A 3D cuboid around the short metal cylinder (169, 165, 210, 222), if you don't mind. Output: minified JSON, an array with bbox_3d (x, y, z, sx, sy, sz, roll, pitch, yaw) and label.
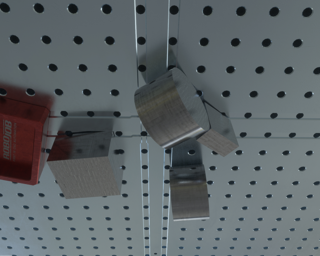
[{"bbox_3d":[0.043,0.095,0.457,0.050,0.080,0.080,-5,130,4],"label":"short metal cylinder"}]

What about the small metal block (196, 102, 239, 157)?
[{"bbox_3d":[0.069,0.002,0.395,0.050,0.050,0.025,30,124,-28],"label":"small metal block"}]

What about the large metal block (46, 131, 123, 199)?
[{"bbox_3d":[-0.101,0.053,0.440,0.080,0.050,0.080,-5,130,4],"label":"large metal block"}]

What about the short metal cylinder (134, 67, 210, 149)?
[{"bbox_3d":[0.015,-0.022,0.357,0.050,0.080,0.080,-28,125,22],"label":"short metal cylinder"}]

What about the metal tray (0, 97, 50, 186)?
[{"bbox_3d":[-0.206,0.020,0.423,0.091,0.030,0.129,14,129,-12],"label":"metal tray"}]
